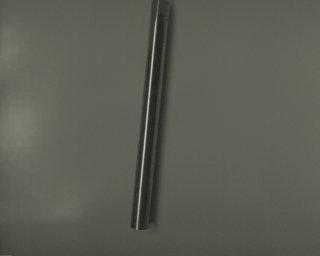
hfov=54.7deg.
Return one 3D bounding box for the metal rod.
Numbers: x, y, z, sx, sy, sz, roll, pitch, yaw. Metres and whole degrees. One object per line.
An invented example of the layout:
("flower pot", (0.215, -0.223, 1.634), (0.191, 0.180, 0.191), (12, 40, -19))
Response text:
("metal rod", (-0.013, -0.017, 0.411), (0.025, 0.025, 0.298), (5, 90, -1))
